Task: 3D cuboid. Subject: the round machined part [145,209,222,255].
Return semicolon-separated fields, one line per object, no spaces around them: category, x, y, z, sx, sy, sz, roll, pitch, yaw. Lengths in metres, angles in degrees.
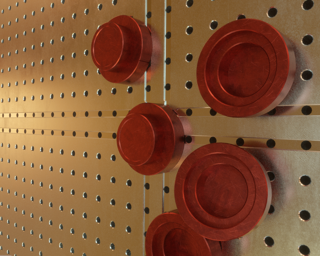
round machined part;0.032;0.145;0.369;0.098;0.042;0.097;2;93;41

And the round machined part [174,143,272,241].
round machined part;0.068;0.067;0.330;0.098;0.042;0.098;-8;73;28

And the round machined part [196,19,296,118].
round machined part;0.090;-0.059;0.323;0.098;0.042;0.097;0;90;39

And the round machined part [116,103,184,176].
round machined part;-0.020;0.015;0.413;0.098;0.042;0.097;0;90;39

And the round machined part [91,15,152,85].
round machined part;-0.062;-0.114;0.447;0.098;0.042;0.097;0;90;39
